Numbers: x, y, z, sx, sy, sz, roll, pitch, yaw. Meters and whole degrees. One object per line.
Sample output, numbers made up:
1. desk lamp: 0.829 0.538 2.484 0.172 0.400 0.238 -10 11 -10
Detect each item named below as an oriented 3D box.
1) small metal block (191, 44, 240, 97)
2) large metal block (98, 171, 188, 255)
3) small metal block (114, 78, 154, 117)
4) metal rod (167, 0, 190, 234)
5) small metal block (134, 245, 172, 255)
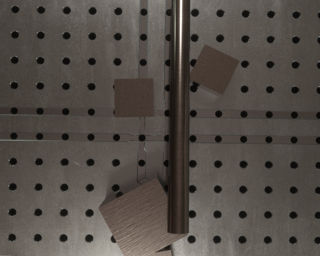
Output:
1. small metal block: 0.070 -0.076 0.414 0.050 0.025 0.050 26 90 -1
2. large metal block: -0.021 0.114 0.401 0.080 0.050 0.080 -28 90 0
3. small metal block: -0.034 -0.039 0.413 0.050 0.025 0.050 -1 90 -1
4. metal rod: 0.025 -0.025 0.387 0.025 0.025 0.298 1 79 -1
5. small metal block: -0.007 0.187 0.413 0.050 0.025 0.050 -9 90 -1
